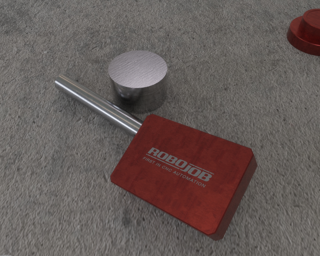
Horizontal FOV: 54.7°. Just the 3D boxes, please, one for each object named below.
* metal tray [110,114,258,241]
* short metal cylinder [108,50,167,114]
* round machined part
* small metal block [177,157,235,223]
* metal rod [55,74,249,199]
[{"bbox_3d":[0.022,0.045,0.325,0.130,0.030,0.090,21,72,32],"label":"metal tray"},{"bbox_3d":[-0.030,-0.066,0.442,0.081,0.050,0.080,0,50,0],"label":"short metal cylinder"},{"bbox_3d":[0.277,-0.171,0.539,0.099,0.042,0.098,0,50,0],"label":"round machined part"},{"bbox_3d":[0.049,0.065,0.330,0.050,0.025,0.050,-32,68,5],"label":"small metal block"},{"bbox_3d":[-0.027,0.002,0.400,0.300,0.025,0.025,31,56,23],"label":"metal rod"}]
